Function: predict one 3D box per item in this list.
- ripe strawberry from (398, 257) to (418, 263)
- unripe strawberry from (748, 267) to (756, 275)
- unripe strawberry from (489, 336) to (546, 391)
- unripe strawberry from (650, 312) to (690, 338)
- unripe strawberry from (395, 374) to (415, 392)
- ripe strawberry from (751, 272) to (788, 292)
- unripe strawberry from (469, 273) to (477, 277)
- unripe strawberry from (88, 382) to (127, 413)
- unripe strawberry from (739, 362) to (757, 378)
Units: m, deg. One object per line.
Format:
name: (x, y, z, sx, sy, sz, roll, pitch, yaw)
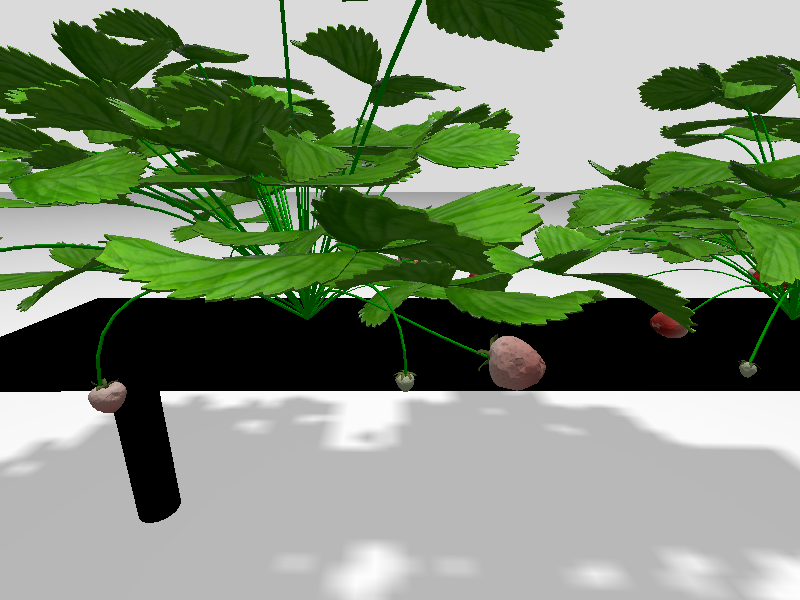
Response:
ripe strawberry: (0.020, -0.049, 0.522, 0.041, 0.043, 0.044, 11, 19, 31)
unripe strawberry: (0.458, -0.033, 0.516, 0.016, 0.016, 0.017, 10, -37, 30)
unripe strawberry: (0.070, 0.039, 0.242, 0.033, 0.034, 0.030, 14, 22, 38)
unripe strawberry: (0.216, 0.019, 0.323, 0.025, 0.024, 0.027, -8, 18, -16)
unripe strawberry: (0.003, 0.047, 0.230, 0.011, 0.011, 0.011, -10, 20, -30)
ripe strawberry: (0.418, -0.024, 0.451, 0.036, 0.031, 0.036, 10, 19, 30)
unripe strawberry: (0.094, -0.025, 0.457, 0.030, 0.032, 0.028, -6, 14, 21)
unripe strawberry: (-0.162, 0.054, 0.222, 0.015, 0.016, 0.017, 8, 19, 25)
unripe strawberry: (0.228, 0.046, 0.263, 0.010, 0.010, 0.009, 21, -1, -42)
